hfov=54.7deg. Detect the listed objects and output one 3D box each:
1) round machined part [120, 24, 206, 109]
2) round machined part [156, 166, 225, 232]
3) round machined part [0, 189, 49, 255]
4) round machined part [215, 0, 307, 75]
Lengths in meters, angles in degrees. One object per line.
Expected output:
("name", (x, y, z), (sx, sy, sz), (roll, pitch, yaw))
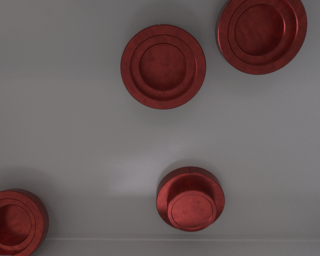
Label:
("round machined part", (0.004, -0.075, 0.374), (0.099, 0.042, 0.097), (0, 110, 0))
("round machined part", (0.044, 0.108, 0.442), (0.099, 0.042, 0.097), (0, 110, 0))
("round machined part", (-0.206, 0.135, 0.438), (0.099, 0.042, 0.097), (0, 86, 0))
("round machined part", (0.113, -0.114, 0.361), (0.099, 0.042, 0.097), (0, 110, 0))
